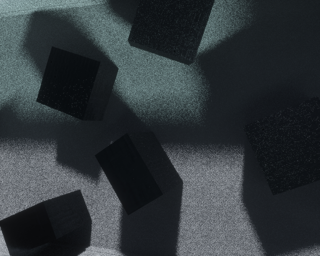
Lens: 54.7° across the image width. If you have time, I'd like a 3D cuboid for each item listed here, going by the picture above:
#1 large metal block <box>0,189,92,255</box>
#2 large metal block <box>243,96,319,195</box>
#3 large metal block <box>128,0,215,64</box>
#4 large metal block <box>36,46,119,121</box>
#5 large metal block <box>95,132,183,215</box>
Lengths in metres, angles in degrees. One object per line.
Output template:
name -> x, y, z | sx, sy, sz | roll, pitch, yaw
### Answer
large metal block -> -0.159, 0.131, 0.437 | 0.080, 0.080, 0.050 | -25, 82, 18
large metal block -> 0.149, 0.019, 0.345 | 0.080, 0.050, 0.080 | -24, 82, 18
large metal block -> 0.013, -0.129, 0.378 | 0.080, 0.050, 0.080 | 18, 97, -4
large metal block -> -0.116, -0.061, 0.438 | 0.080, 0.050, 0.080 | 21, 97, 18
large metal block -> -0.023, 0.052, 0.389 | 0.050, 0.080, 0.080 | -35, 79, 17
